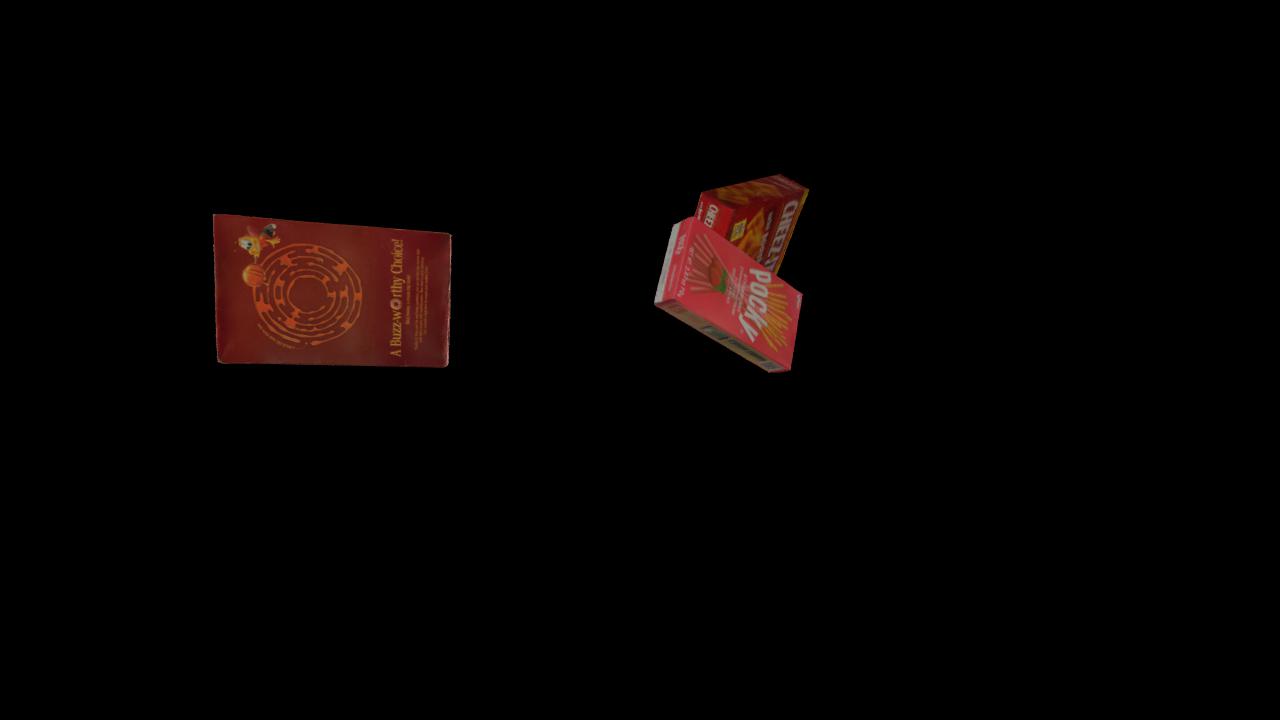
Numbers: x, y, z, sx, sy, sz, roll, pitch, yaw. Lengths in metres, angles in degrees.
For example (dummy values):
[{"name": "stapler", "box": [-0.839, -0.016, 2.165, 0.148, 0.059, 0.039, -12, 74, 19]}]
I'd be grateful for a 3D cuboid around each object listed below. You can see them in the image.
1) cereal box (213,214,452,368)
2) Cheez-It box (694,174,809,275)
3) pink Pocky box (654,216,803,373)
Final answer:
[{"name": "cereal box", "box": [-0.434, -0.095, 0.892, 0.306, 0.203, 0.081, 1, 9, -16]}, {"name": "Cheez-It box", "box": [0.164, -0.196, 0.985, 0.071, 0.166, 0.223, 38, 41, 27]}, {"name": "pink Pocky box", "box": [0.086, -0.055, 0.557, 0.155, 0.084, 0.029, 28, -24, -31]}]
